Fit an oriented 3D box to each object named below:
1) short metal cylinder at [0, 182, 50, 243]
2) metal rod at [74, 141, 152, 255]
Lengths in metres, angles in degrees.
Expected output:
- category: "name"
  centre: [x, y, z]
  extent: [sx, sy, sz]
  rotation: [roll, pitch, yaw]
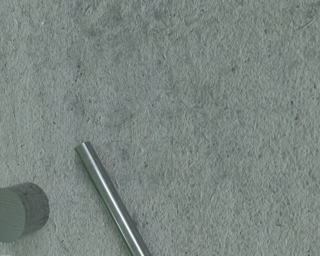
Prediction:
- category: "short metal cylinder"
  centre: [-0.219, 0.127, 0.473]
  extent: [0.080, 0.050, 0.080]
  rotation: [0, 90, 20]
- category: "metal rod"
  centre: [-0.037, 0.152, 0.422]
  extent: [0.025, 0.025, 0.299]
  rotation: [-34, 79, 17]
